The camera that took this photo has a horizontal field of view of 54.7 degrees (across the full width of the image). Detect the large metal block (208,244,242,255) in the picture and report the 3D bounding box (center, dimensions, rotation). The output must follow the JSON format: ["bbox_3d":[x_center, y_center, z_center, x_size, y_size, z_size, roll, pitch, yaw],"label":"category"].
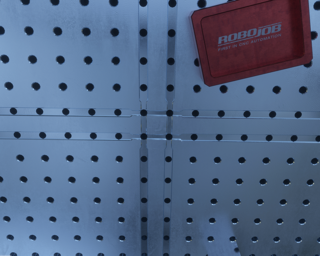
[{"bbox_3d":[0.116,0.244,0.475,0.050,0.080,0.080,-22,109,8],"label":"large metal block"}]

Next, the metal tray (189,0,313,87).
[{"bbox_3d":[0.108,-0.109,0.371,0.131,0.030,0.089,-13,110,4],"label":"metal tray"}]
